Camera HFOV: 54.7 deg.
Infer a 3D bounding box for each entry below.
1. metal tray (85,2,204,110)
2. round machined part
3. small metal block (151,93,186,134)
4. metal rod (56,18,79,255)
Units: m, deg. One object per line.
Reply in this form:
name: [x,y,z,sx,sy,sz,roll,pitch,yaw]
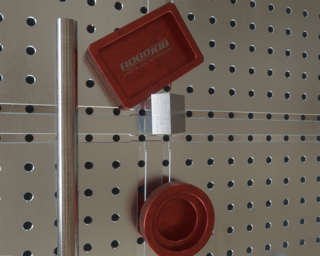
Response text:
metal tray: [-0.017,-0.093,0.404,0.131,0.030,0.090,-34,102,-17]
round machined part: [0.019,0.120,0.412,0.099,0.042,0.097,0,90,-20]
small metal block: [0.012,-0.018,0.403,0.050,0.025,0.050,-4,93,-65]
metal rod: [-0.111,0.021,0.372,0.025,0.025,0.298,0,90,-20]
